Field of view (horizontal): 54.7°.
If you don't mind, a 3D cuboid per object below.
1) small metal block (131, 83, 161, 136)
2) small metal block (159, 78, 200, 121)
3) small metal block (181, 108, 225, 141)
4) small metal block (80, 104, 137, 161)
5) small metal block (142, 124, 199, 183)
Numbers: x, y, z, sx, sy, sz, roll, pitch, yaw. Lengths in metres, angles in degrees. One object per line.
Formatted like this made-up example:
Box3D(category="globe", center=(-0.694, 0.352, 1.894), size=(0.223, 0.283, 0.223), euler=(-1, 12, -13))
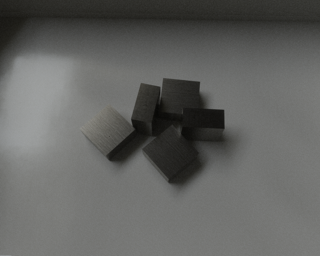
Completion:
Box3D(category="small metal block", center=(-0.017, -0.023, 0.402), size=(0.025, 0.050, 0.050), euler=(12, 71, 4))
Box3D(category="small metal block", center=(0.026, -0.038, 0.422), size=(0.050, 0.025, 0.050), euler=(6, 70, 2))
Box3D(category="small metal block", center=(0.052, -0.003, 0.396), size=(0.050, 0.050, 0.025), euler=(3, 70, 1))
Box3D(category="small metal block", center=(-0.067, 0.005, 0.405), size=(0.050, 0.025, 0.050), euler=(-43, 76, -14))
Box3D(category="small metal block", center=(0.013, 0.033, 0.395), size=(0.050, 0.025, 0.050), euler=(-39, 75, -13))
